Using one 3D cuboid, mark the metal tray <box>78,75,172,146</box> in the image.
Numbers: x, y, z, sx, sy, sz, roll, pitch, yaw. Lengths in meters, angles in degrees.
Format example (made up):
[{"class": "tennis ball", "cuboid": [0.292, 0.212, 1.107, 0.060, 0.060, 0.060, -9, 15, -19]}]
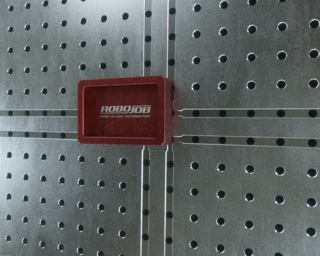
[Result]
[{"class": "metal tray", "cuboid": [-0.050, -0.022, 0.427, 0.130, 0.030, 0.090, 0, 90, 20]}]
